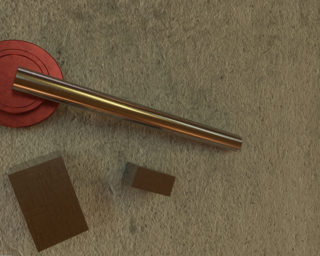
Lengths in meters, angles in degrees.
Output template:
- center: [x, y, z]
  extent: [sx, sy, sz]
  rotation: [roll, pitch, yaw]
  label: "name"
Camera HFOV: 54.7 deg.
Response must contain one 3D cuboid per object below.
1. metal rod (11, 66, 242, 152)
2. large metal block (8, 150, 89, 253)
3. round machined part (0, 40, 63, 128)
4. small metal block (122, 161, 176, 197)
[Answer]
- center: [-0.016, -0.014, 0.379]
  extent: [0.302, 0.025, 0.025]
  rotation: [16, 85, -29]
  label: "metal rod"
- center: [-0.120, 0.073, 0.336]
  extent: [0.050, 0.080, 0.080]
  rotation: [-20, 97, -19]
  label: "large metal block"
- center: [-0.158, -0.049, 0.342]
  extent: [0.099, 0.042, 0.097]
  rotation: [0, 90, -21]
  label: "round machined part"
- center: [-0.016, 0.064, 0.391]
  extent: [0.050, 0.050, 0.025]
  rotation: [19, 84, -20]
  label: "small metal block"
